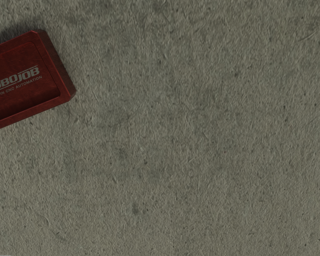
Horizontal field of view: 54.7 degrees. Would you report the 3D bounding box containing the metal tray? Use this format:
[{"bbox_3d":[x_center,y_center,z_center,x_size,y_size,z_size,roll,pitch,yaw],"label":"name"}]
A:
[{"bbox_3d":[-0.184,-0.055,0.384,0.130,0.030,0.090,-21,109,7],"label":"metal tray"}]
